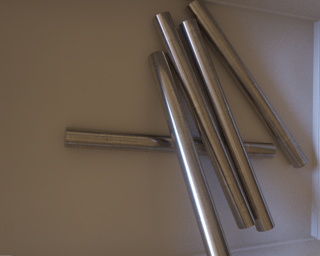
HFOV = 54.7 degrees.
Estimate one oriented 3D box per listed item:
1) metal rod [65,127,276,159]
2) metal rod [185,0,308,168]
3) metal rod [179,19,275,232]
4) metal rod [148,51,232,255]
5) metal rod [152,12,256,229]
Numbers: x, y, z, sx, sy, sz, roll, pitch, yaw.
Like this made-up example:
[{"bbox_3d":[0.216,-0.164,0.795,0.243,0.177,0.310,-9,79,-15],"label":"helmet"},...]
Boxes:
[{"bbox_3d":[0.028,0.023,0.422,0.302,0.025,0.025,5,89,-20],"label":"metal rod"},{"bbox_3d":[0.135,-0.059,0.461,0.025,0.025,0.300,-42,104,-15],"label":"metal rod"},{"bbox_3d":[0.090,-0.005,0.423,0.025,0.025,0.299,-20,89,-19],"label":"metal rod"},{"bbox_3d":[0.035,0.041,0.363,0.025,0.025,0.299,-9,70,-20],"label":"metal rod"},{"bbox_3d":[0.058,-0.010,0.411,0.025,0.025,0.299,-22,89,-19],"label":"metal rod"}]
